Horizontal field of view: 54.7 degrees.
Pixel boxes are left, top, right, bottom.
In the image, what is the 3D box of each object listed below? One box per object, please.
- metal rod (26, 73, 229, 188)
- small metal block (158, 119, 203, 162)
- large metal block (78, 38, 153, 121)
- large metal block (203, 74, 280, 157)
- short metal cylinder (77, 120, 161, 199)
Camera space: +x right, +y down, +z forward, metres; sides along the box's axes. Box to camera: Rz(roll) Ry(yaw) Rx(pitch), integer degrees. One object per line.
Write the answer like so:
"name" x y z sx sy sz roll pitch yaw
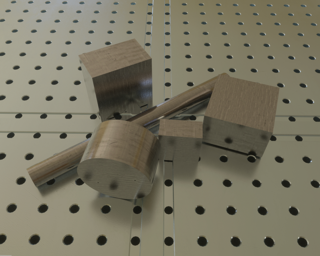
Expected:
"metal rod" -0.024 -0.007 0.413 0.302 0.025 0.025 -28 56 -22
"small metal block" 0.024 0.016 0.378 0.050 0.050 0.025 4 50 3
"large metal block" -0.058 -0.066 0.428 0.081 0.080 0.050 -23 54 -18
"large metal block" 0.104 -0.018 0.404 0.080 0.050 0.080 15 52 12
"short metal cylinder" -0.043 0.036 0.340 0.080 0.080 0.050 9 51 7
